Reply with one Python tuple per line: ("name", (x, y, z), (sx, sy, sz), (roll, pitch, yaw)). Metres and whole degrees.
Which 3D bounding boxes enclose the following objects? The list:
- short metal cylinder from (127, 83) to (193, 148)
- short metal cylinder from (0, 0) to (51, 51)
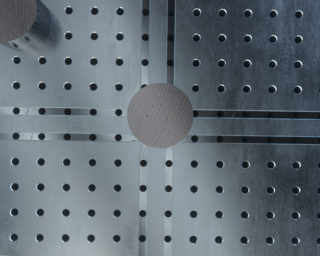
("short metal cylinder", (0.000, -0.015, 0.401), (0.081, 0.050, 0.079), (0, 90, 0))
("short metal cylinder", (-0.189, -0.145, 0.399), (0.081, 0.050, 0.079), (0, 90, 0))
